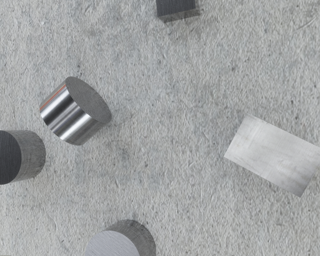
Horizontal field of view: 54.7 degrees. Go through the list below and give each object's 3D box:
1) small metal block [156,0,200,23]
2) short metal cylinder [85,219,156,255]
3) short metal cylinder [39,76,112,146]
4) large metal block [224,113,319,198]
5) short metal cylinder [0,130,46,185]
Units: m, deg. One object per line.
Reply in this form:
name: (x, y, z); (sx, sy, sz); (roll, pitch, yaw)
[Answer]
small metal block: (0.022, -0.169, 0.401); (0.050, 0.025, 0.050); (-6, 88, 19)
short metal cylinder: (-0.052, 0.169, 0.414); (0.080, 0.050, 0.079); (0, 90, 20)
short metal cylinder: (-0.112, -0.023, 0.419); (0.050, 0.080, 0.080); (-39, 78, 16)
large metal block: (0.123, 0.025, 0.336); (0.080, 0.080, 0.050); (29, 100, 17)
short metal cylinder: (-0.225, 0.043, 0.475); (0.080, 0.050, 0.079); (0, 90, 20)
